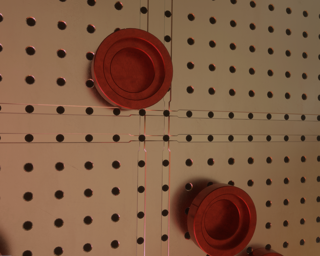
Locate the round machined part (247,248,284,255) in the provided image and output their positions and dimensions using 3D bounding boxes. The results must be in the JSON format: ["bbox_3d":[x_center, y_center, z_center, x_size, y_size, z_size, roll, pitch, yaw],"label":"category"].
[{"bbox_3d":[0.166,0.238,0.467,0.099,0.042,0.097,0,90,-21],"label":"round machined part"}]

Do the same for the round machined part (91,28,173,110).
[{"bbox_3d":[-0.037,-0.071,0.391,0.099,0.042,0.097,0,90,-21],"label":"round machined part"}]

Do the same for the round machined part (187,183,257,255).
[{"bbox_3d":[0.082,0.126,0.436,0.099,0.042,0.097,0,90,-21],"label":"round machined part"}]
